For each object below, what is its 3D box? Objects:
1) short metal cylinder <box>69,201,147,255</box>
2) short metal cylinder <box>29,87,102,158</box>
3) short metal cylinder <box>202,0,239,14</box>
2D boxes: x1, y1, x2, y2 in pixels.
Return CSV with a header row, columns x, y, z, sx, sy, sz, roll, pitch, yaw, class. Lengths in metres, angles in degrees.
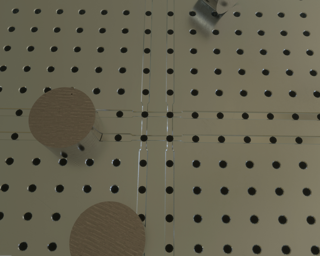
x,y,z,sx,sy,sz,roll,pitch,yaw,class
-0.056,0.127,0.352,0.081,0.050,0.080,0,70,0,short metal cylinder
-0.119,-0.006,0.399,0.081,0.050,0.080,0,70,0,short metal cylinder
0.095,-0.221,0.464,0.080,0.080,0.050,-41,75,-14,short metal cylinder
